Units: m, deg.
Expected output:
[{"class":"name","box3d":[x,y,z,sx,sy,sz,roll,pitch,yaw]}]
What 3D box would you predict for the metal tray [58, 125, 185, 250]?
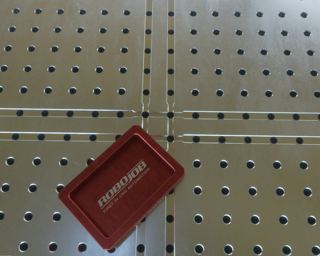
[{"class":"metal tray","box3d":[-0.045,0.070,0.383,0.130,0.030,0.090,-43,76,-14]}]
